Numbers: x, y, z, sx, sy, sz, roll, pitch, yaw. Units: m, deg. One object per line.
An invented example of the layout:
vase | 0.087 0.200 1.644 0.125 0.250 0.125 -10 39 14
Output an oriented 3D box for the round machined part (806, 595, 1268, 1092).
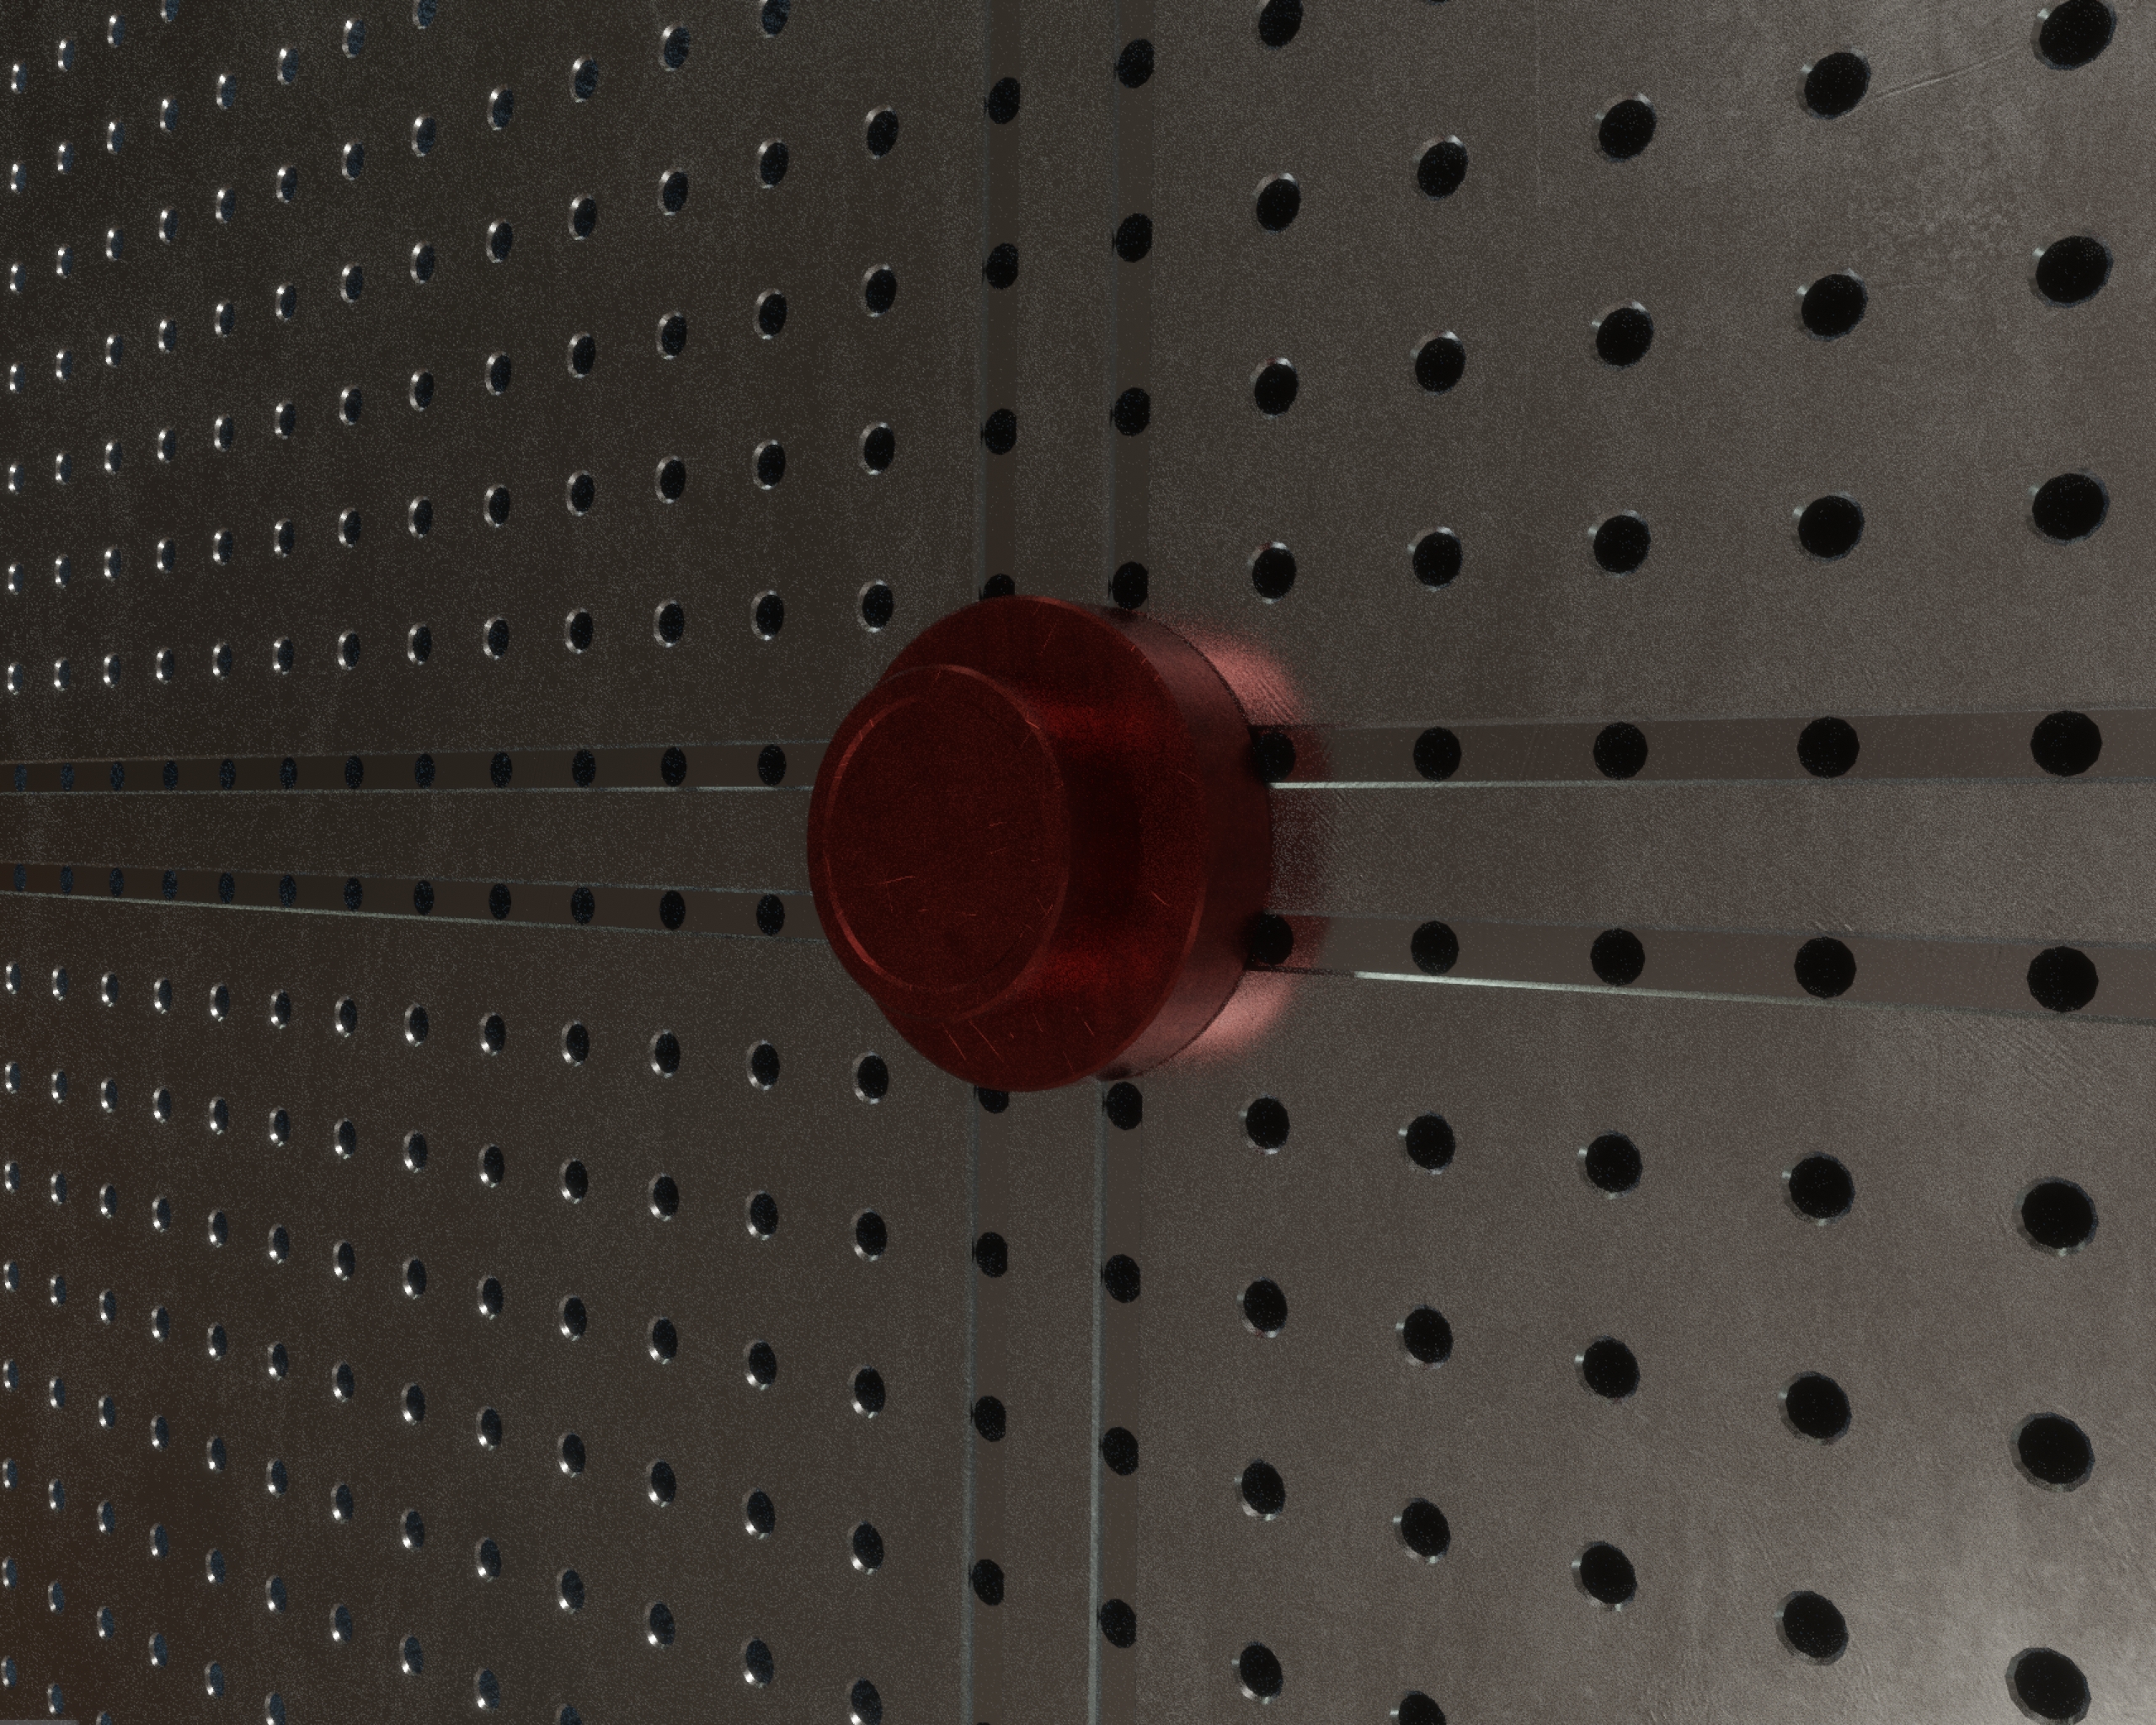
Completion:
round machined part | -0.015 -0.004 0.408 0.098 0.042 0.097 0 90 39
